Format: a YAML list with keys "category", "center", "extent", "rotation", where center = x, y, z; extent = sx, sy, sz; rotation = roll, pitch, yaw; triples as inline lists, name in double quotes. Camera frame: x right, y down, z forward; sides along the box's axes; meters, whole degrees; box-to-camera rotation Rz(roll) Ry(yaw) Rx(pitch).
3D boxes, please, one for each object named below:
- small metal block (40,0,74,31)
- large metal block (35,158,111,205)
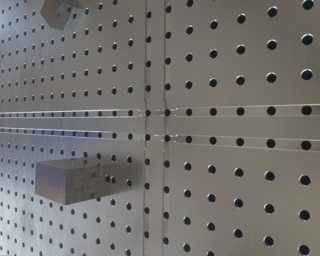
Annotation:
- category: "small metal block"
  center: [-0.187, -0.214, 0.561]
  extent: [0.050, 0.025, 0.050]
  rotation: [51, 119, 27]
- category: "large metal block"
  center: [-0.135, 0.079, 0.482]
  extent: [0.080, 0.081, 0.050]
  rotation: [5, 93, 39]
